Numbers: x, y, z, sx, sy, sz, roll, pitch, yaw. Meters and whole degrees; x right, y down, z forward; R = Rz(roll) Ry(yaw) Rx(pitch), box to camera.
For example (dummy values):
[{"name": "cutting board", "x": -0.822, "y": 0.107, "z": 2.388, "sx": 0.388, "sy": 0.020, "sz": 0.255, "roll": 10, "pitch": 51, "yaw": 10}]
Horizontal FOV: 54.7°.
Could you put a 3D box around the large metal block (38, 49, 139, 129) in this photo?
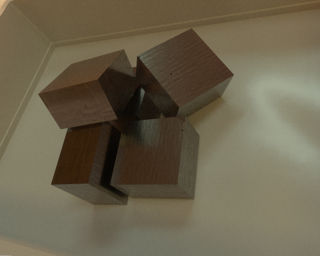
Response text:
[{"name": "large metal block", "x": -0.081, "y": -0.047, "z": 0.374, "sx": 0.080, "sy": 0.050, "sz": 0.080, "roll": -9, "pitch": 33, "yaw": 23}]

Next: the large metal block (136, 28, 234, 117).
[{"name": "large metal block", "x": 0.027, "y": -0.062, "z": 0.378, "sx": 0.080, "sy": 0.050, "sz": 0.080, "roll": -32, "pitch": 73, "yaw": -19}]

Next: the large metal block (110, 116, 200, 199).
[{"name": "large metal block", "x": -0.003, "y": 0.036, "z": 0.363, "sx": 0.080, "sy": 0.050, "sz": 0.080, "roll": -5, "pitch": 59, "yaw": 25}]

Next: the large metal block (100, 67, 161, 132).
[{"name": "large metal block", "x": -0.044, "y": -0.037, "z": 0.432, "sx": 0.080, "sy": 0.050, "sz": 0.080, "roll": -1, "pitch": 61, "yaw": 27}]

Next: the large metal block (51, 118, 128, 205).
[{"name": "large metal block", "x": -0.076, "y": 0.044, "z": 0.380, "sx": 0.050, "sy": 0.080, "sz": 0.080, "roll": -6, "pitch": 59, "yaw": 25}]
